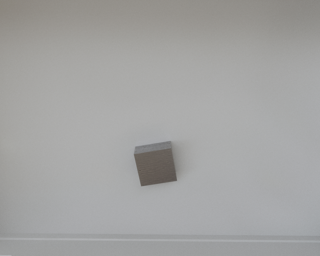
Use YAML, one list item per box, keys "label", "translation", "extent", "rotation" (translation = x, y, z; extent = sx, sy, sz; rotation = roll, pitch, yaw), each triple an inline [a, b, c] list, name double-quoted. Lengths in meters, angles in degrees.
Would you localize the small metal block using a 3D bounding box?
- label: "small metal block"
  translation: [-0.006, 0.049, 0.429]
  extent: [0.050, 0.025, 0.050]
  rotation: [-9, 110, 3]
